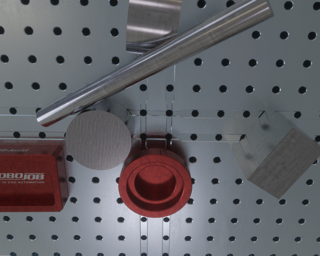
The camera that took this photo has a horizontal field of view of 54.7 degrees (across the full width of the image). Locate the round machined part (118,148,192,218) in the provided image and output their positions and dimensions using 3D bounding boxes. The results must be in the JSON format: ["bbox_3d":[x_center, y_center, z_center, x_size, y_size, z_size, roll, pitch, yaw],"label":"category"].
[{"bbox_3d":[-0.006,0.072,0.431,0.099,0.042,0.097,0,110,0],"label":"round machined part"}]

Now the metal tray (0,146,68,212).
[{"bbox_3d":[-0.202,0.072,0.435,0.131,0.030,0.089,0,110,0],"label":"metal tray"}]

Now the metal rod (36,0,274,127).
[{"bbox_3d":[-0.031,-0.059,0.335,0.300,0.025,0.025,-21,111,30],"label":"metal rod"}]

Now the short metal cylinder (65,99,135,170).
[{"bbox_3d":[-0.075,0.008,0.402,0.081,0.050,0.079,0,110,0],"label":"short metal cylinder"}]

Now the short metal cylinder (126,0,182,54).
[{"bbox_3d":[-0.007,-0.120,0.340,0.050,0.080,0.079,7,110,-3],"label":"short metal cylinder"}]

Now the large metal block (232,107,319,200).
[{"bbox_3d":[0.145,0.029,0.396,0.050,0.080,0.080,32,107,-11],"label":"large metal block"}]
